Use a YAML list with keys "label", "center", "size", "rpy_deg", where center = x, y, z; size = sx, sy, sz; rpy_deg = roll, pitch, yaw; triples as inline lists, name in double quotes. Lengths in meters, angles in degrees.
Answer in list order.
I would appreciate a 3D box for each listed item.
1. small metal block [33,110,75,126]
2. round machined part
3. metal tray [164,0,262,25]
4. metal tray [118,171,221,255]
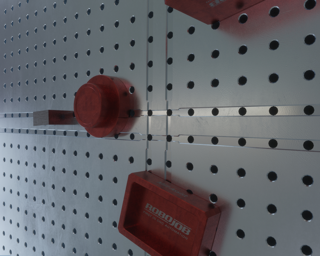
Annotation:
- label: "small metal block"
  center: [-0.188, -0.017, 0.549]
  size: [0.050, 0.050, 0.025]
  rpy_deg: [-3, 88, 40]
- label: "round machined part"
  center: [-0.096, -0.034, 0.478]
  size: [0.098, 0.042, 0.097]
  rpy_deg: [0, 90, 40]
- label: "metal tray"
  center: [0.077, -0.151, 0.302]
  size: [0.130, 0.091, 0.030]
  rpy_deg: [-15, 81, 39]
- label: "metal tray"
  center: [0.006, 0.120, 0.401]
  size: [0.130, 0.030, 0.089]
  rpy_deg: [20, 103, 38]
